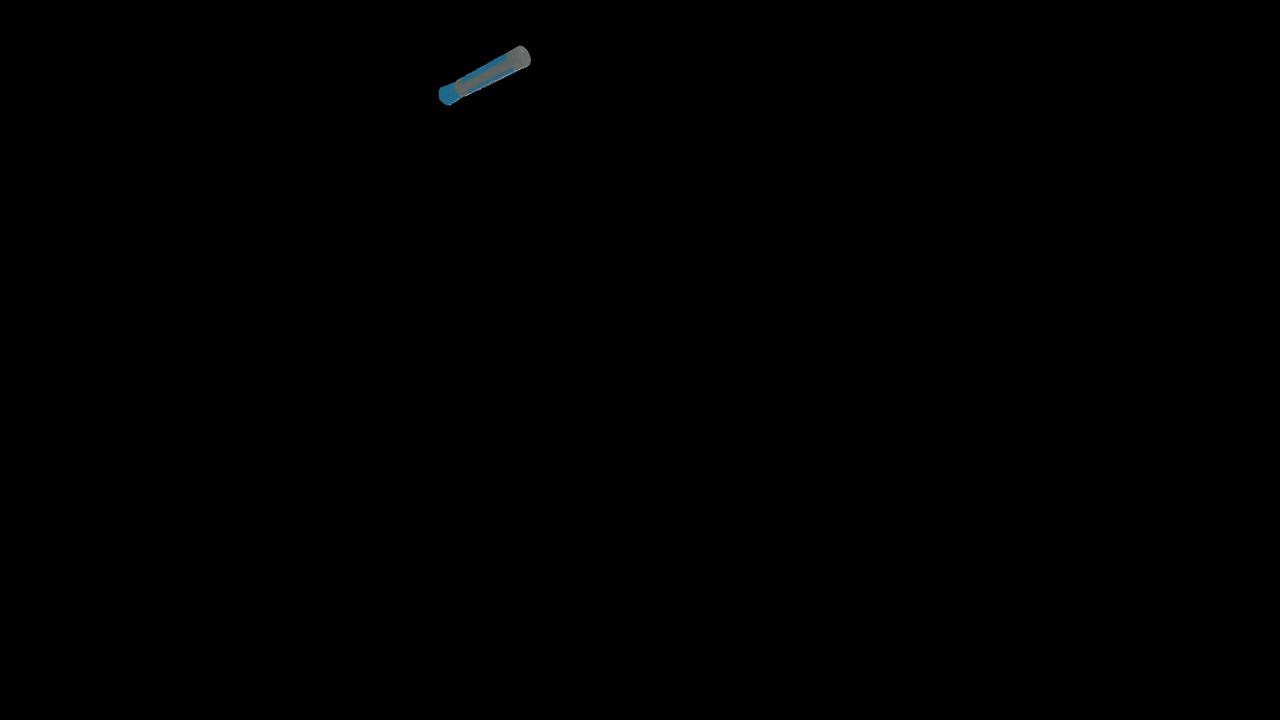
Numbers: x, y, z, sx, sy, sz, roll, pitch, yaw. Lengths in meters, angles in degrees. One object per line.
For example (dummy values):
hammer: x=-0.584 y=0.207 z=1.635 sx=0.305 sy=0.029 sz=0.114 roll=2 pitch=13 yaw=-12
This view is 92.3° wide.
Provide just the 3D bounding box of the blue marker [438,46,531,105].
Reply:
blue marker: x=-0.160 y=-0.283 z=0.617 sx=0.121 sy=0.020 sz=0.020 roll=-7 pitch=-4 yaw=33
